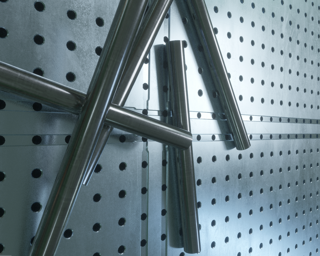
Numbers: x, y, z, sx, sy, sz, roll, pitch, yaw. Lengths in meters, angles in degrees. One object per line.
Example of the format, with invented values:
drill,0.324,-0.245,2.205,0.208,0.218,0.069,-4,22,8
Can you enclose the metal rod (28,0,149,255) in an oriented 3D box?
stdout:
metal rod,-0.071,0.006,0.298,0.025,0.025,0.298,18,95,-39

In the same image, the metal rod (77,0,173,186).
metal rod,-0.036,-0.074,0.380,0.025,0.025,0.300,35,68,-35

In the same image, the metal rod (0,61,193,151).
metal rod,-0.089,-0.028,0.310,0.302,0.025,0.025,20,77,-31

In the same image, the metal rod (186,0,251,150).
metal rod,0.089,-0.099,0.485,0.025,0.025,0.299,-36,112,-34

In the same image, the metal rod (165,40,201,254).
metal rod,0.034,0.029,0.439,0.025,0.025,0.298,-9,96,-40
